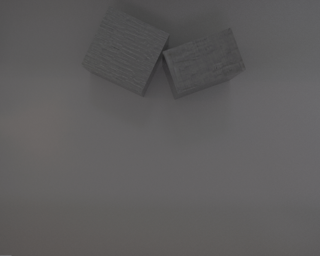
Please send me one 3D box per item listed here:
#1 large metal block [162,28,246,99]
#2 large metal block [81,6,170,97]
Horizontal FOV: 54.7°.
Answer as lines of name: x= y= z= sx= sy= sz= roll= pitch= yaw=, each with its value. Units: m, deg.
large metal block: x=0.049 y=-0.075 z=0.384 sx=0.080 sy=0.080 sz=0.050 roll=-20 pitch=90 yaw=0
large metal block: x=-0.042 y=-0.095 z=0.398 sx=0.080 sy=0.050 sz=0.080 roll=25 pitch=90 yaw=0
